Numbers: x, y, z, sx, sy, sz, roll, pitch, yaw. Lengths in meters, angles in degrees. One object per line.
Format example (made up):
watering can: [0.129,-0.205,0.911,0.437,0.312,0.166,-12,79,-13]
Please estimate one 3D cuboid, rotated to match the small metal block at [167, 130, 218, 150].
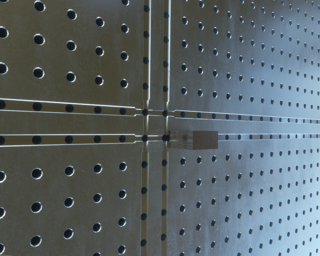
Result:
small metal block: [0.045,0.016,0.433,0.050,0.050,0.025,1,90,-40]
